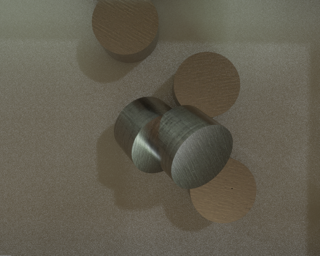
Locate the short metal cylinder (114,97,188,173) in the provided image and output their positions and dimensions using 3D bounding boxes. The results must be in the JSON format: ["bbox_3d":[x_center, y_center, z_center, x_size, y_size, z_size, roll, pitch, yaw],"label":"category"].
[{"bbox_3d":[-0.009,0.008,0.378,0.081,0.050,0.079,-17,126,-25],"label":"short metal cylinder"}]

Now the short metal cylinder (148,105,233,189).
[{"bbox_3d":[0.034,0.021,0.347,0.081,0.050,0.079,-17,126,-25],"label":"short metal cylinder"}]

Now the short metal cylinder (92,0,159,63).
[{"bbox_3d":[-0.042,-0.128,0.398,0.081,0.050,0.080,0,90,0],"label":"short metal cylinder"}]

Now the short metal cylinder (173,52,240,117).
[{"bbox_3d":[0.057,-0.053,0.399,0.081,0.050,0.080,0,90,0],"label":"short metal cylinder"}]

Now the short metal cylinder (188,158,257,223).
[{"bbox_3d":[0.077,0.075,0.399,0.081,0.050,0.080,0,90,0],"label":"short metal cylinder"}]
